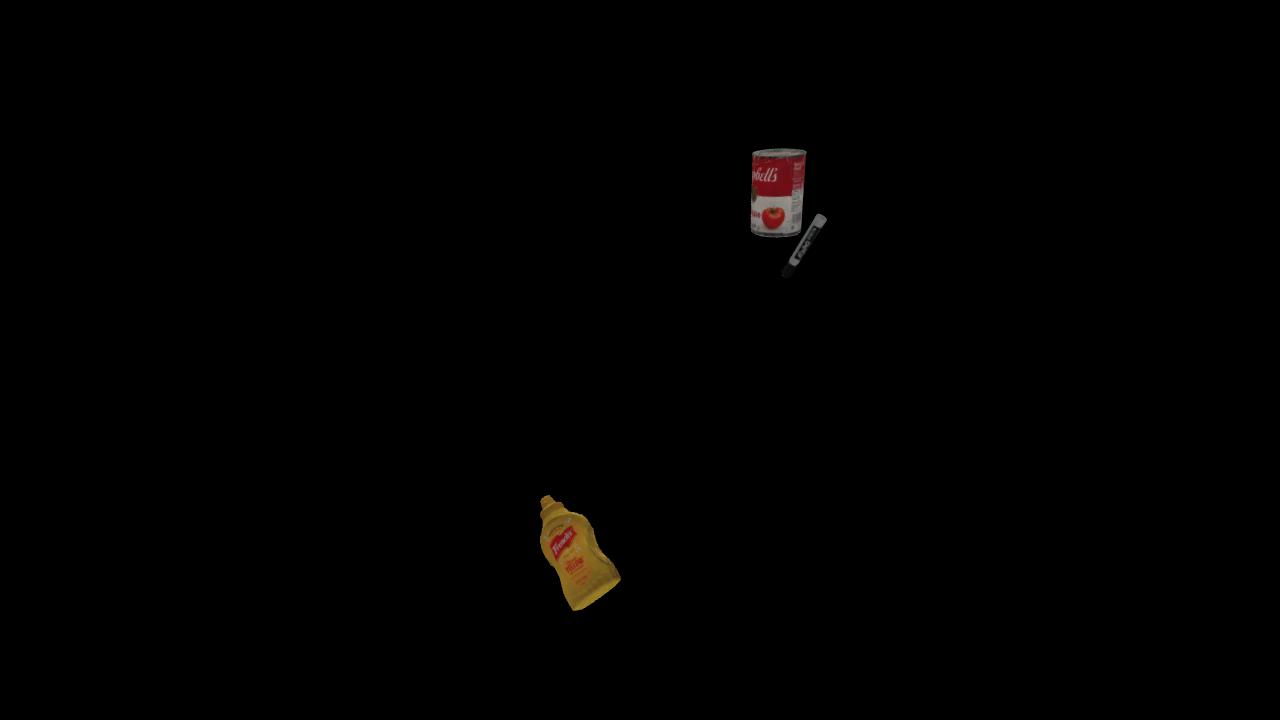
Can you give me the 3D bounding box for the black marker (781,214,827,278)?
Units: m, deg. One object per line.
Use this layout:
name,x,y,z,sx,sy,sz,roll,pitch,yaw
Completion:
black marker,0.268,-0.185,1.016,0.020,0.121,0.020,16,40,-14

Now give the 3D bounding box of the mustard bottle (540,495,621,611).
mustard bottle,-0.112,0.297,0.990,0.092,0.184,0.054,-41,-27,12

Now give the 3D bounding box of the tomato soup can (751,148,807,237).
tomato soup can,0.177,-0.215,0.791,0.068,0.101,0.068,-3,26,1
